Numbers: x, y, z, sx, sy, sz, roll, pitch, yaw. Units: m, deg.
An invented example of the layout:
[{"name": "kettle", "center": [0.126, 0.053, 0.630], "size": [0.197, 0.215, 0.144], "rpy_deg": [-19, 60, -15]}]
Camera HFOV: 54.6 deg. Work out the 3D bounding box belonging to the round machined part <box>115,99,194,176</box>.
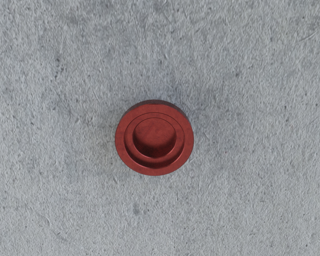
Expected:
[{"name": "round machined part", "center": [-0.007, 0.010, 0.404], "size": [0.099, 0.042, 0.097], "rpy_deg": [0, 110, 0]}]
